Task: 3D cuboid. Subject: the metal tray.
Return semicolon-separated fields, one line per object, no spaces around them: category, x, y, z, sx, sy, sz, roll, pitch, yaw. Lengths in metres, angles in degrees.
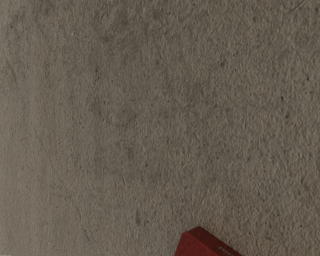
metal tray;0.070;0.183;0.343;0.130;0.030;0.089;27;107;36
